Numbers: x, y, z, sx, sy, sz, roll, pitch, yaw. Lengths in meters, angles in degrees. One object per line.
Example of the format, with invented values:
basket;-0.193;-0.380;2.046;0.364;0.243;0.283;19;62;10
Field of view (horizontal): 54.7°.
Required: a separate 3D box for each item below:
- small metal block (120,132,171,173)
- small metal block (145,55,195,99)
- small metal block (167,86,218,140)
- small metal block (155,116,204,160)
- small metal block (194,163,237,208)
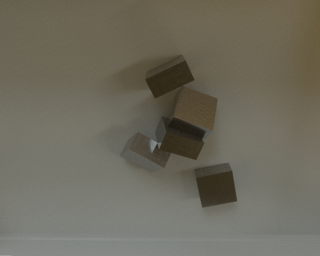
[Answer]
small metal block;-0.020;0.034;0.408;0.050;0.050;0.025;30;67;-11
small metal block;0.011;-0.063;0.375;0.050;0.050;0.025;-24;109;8
small metal block;0.041;-0.019;0.389;0.050;0.050;0.025;19;148;-7
small metal block;0.024;0.012;0.400;0.050;0.050;0.025;17;111;-14
small metal block;0.079;0.082;0.443;0.050;0.025;0.050;-12;110;4
